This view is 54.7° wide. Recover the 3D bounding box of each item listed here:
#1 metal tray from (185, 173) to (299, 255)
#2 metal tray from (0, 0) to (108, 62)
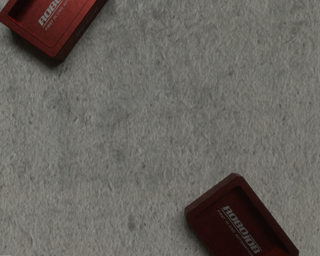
[{"bbox_3d":[0.106,0.137,0.408,0.090,0.030,0.130,-37,90,-1],"label":"metal tray"},{"bbox_3d":[-0.133,-0.165,0.405,0.090,0.030,0.130,36,90,-1],"label":"metal tray"}]
